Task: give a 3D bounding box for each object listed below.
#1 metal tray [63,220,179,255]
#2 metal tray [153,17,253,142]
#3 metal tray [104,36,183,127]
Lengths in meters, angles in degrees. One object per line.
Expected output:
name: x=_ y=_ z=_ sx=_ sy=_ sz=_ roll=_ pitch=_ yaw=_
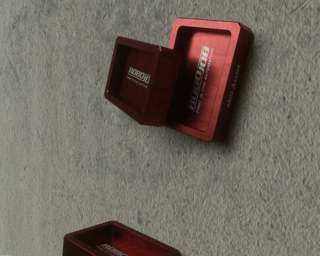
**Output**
metal tray: x=-0.053 y=0.165 z=0.406 sx=0.130 sy=0.091 sz=0.030 roll=9 pitch=96 yaw=39
metal tray: x=0.046 y=-0.057 z=0.363 sx=0.090 sy=0.030 sz=0.129 roll=20 pitch=103 yaw=38
metal tray: x=-0.028 y=-0.064 z=0.397 sx=0.130 sy=0.030 sz=0.089 roll=35 pitch=114 yaw=54
